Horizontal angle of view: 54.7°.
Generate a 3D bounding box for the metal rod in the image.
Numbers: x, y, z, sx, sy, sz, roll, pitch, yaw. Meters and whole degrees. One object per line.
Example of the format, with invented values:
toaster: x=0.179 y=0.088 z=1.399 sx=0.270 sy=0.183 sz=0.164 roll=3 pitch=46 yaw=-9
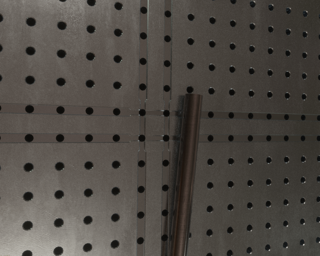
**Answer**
metal rod: x=0.032 y=0.102 z=0.425 sx=0.025 sy=0.025 sz=0.298 roll=7 pitch=88 yaw=-20
